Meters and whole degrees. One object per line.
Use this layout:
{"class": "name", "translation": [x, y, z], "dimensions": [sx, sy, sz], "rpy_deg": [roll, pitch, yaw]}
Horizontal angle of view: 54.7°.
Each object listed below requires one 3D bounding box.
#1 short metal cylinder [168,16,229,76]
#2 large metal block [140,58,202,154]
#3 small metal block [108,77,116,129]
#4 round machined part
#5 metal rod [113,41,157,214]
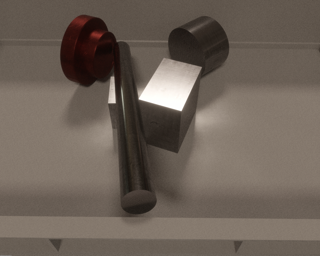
{"class": "short metal cylinder", "translation": [0.058, -0.123, 0.474], "dimensions": [0.050, 0.080, 0.080], "rpy_deg": [-33, 58, -25]}
{"class": "large metal block", "translation": [0.014, -0.028, 0.393], "dimensions": [0.050, 0.080, 0.080], "rpy_deg": [17, 52, 13]}
{"class": "small metal block", "translation": [-0.052, -0.034, 0.417], "dimensions": [0.025, 0.050, 0.050], "rpy_deg": [-1, 50, -2]}
{"class": "round machined part", "translation": [-0.096, -0.109, 0.448], "dimensions": [0.042, 0.097, 0.098], "rpy_deg": [18, 52, 14]}
{"class": "metal rod", "translation": [-0.036, -0.032, 0.338], "dimensions": [0.025, 0.025, 0.300], "rpy_deg": [-6, 35, -6]}
